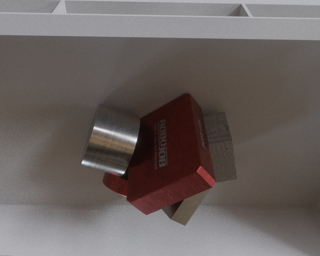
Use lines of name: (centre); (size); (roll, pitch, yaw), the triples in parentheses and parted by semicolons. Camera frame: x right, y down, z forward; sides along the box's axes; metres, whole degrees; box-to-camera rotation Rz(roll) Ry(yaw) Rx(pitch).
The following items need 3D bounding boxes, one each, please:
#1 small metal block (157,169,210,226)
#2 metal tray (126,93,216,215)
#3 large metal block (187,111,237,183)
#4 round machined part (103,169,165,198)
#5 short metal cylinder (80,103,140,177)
small metal block: (0.023, 0.078, 0.368); (0.025, 0.050, 0.050); (35, 90, -34)
metal tray: (0.009, 0.025, 0.359); (0.090, 0.130, 0.030); (-28, 126, 21)
large metal block: (0.054, 0.031, 0.408); (0.080, 0.050, 0.080); (-11, 134, 9)
round machined part: (-0.025, 0.065, 0.427); (0.099, 0.098, 0.042); (16, 93, -14)
short metal cylinder: (-0.062, 0.015, 0.382); (0.050, 0.080, 0.079); (18, 128, -15)
